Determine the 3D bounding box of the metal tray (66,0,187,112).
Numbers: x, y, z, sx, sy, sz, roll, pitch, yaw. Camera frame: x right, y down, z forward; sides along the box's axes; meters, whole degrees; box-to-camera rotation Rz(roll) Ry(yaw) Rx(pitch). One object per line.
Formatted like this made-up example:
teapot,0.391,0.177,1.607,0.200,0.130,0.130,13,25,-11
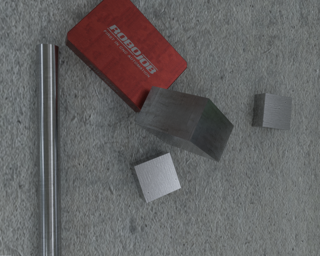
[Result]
metal tray,-0.040,-0.094,0.392,0.130,0.030,0.090,45,76,-15

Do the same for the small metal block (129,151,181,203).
small metal block,-0.006,0.063,0.408,0.050,0.025,0.050,-20,97,-19

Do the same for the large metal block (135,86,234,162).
large metal block,0.031,-0.004,0.376,0.080,0.080,0.050,35,76,-51

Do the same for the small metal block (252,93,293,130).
small metal block,0.172,-0.024,0.474,0.050,0.025,0.050,7,88,-20

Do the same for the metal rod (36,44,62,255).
metal rod,-0.129,0.054,0.361,0.025,0.025,0.298,-1,90,-20
